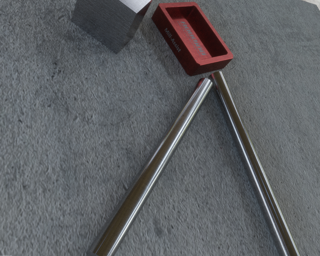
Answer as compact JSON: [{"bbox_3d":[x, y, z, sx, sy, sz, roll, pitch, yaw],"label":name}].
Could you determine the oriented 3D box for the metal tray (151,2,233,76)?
[{"bbox_3d":[0.055,-0.155,0.526,0.091,0.030,0.130,-20,72,-36],"label":"metal tray"}]

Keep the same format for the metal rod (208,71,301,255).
[{"bbox_3d":[0.131,0.046,0.448,0.025,0.025,0.299,-3,63,-30],"label":"metal rod"}]

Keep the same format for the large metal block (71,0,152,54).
[{"bbox_3d":[-0.068,-0.166,0.434,0.080,0.080,0.050,36,51,-5],"label":"large metal block"}]

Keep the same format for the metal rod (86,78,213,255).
[{"bbox_3d":[0.006,0.028,0.390,0.025,0.025,0.301,37,51,-4],"label":"metal rod"}]
